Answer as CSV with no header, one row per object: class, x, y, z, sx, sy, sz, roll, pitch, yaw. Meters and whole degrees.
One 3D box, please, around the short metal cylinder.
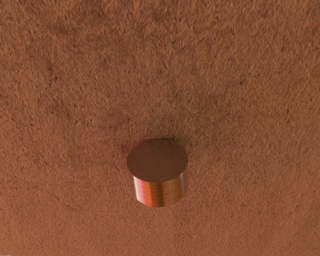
short metal cylinder,-0.002,0.059,0.421,0.080,0.080,0.050,-3,130,2
